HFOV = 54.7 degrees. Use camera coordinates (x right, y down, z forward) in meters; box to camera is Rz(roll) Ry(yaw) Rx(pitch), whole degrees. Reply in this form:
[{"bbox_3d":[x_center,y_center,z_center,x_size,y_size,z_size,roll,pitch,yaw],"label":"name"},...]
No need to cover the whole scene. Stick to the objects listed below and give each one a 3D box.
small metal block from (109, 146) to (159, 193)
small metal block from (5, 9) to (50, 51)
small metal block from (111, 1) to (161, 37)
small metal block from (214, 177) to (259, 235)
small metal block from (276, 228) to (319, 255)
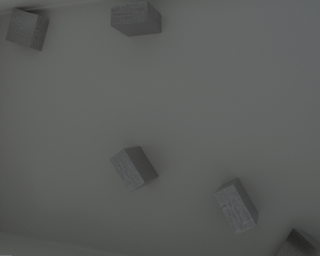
[{"bbox_3d":[-0.033,0.053,0.409,0.025,0.050,0.050,-37,79,16],"label":"small metal block"},{"bbox_3d":[-0.207,-0.153,0.484,0.050,0.025,0.050,19,96,19],"label":"small metal block"},{"bbox_3d":[-0.030,-0.142,0.408,0.050,0.050,0.025,0,90,20],"label":"small metal block"},{"bbox_3d":[0.091,0.090,0.365,0.025,0.050,0.050,-31,80,17],"label":"small metal block"},{"bbox_3d":[0.158,0.148,0.338,0.025,0.050,0.050,24,98,-20],"label":"small metal block"}]
